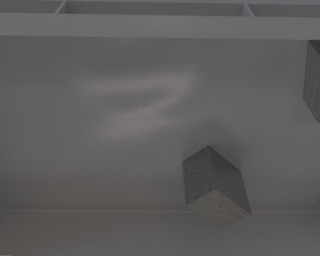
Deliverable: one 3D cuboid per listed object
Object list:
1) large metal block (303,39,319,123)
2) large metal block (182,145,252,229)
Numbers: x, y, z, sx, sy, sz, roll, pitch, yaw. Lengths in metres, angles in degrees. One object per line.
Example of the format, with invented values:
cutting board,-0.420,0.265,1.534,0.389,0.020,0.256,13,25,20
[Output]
large metal block,0.212,-0.058,0.345,0.080,0.050,0.080,-10,130,8
large metal block,0.080,0.085,0.446,0.050,0.080,0.080,-37,121,27
